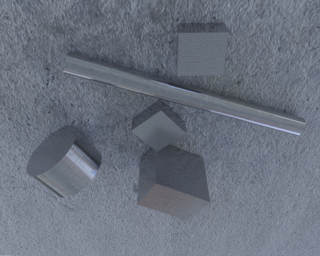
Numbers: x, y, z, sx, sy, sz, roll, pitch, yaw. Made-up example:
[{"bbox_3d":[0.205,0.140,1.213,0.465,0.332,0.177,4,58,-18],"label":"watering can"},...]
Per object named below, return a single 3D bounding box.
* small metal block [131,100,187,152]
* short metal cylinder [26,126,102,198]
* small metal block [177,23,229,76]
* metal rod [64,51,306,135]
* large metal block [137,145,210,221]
[{"bbox_3d":[-0.001,-0.003,0.405,0.050,0.025,0.050,-34,123,25],"label":"small metal block"},{"bbox_3d":[-0.125,0.044,0.406,0.080,0.080,0.050,-25,126,19],"label":"short metal cylinder"},{"bbox_3d":[0.044,-0.085,0.336,0.050,0.025,0.050,-1,130,0],"label":"small metal block"},{"bbox_3d":[0.040,-0.038,0.375,0.302,0.025,0.025,14,129,-12],"label":"metal rod"},{"bbox_3d":[0.018,0.072,0.433,0.080,0.080,0.050,23,127,-19],"label":"large metal block"}]
